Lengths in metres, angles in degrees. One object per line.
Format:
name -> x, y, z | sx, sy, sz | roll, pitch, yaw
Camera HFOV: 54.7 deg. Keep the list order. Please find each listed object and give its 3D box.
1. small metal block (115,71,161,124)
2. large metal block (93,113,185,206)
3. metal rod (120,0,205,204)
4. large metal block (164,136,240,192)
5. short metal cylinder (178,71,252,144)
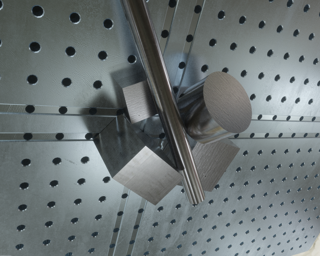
small metal block -> -0.021, -0.039, 0.377 | 0.050, 0.025, 0.050 | -22, 127, -16
large metal block -> -0.027, 0.038, 0.385 | 0.050, 0.080, 0.080 | -45, 130, 3
metal rod -> 0.006, -0.033, 0.356 | 0.025, 0.025, 0.298 | -25, 116, -13
large metal block -> 0.055, 0.041, 0.452 | 0.080, 0.050, 0.080 | 19, 108, -36
short metal cylinder -> 0.069, -0.024, 0.391 | 0.081, 0.080, 0.050 | 9, 157, -33
